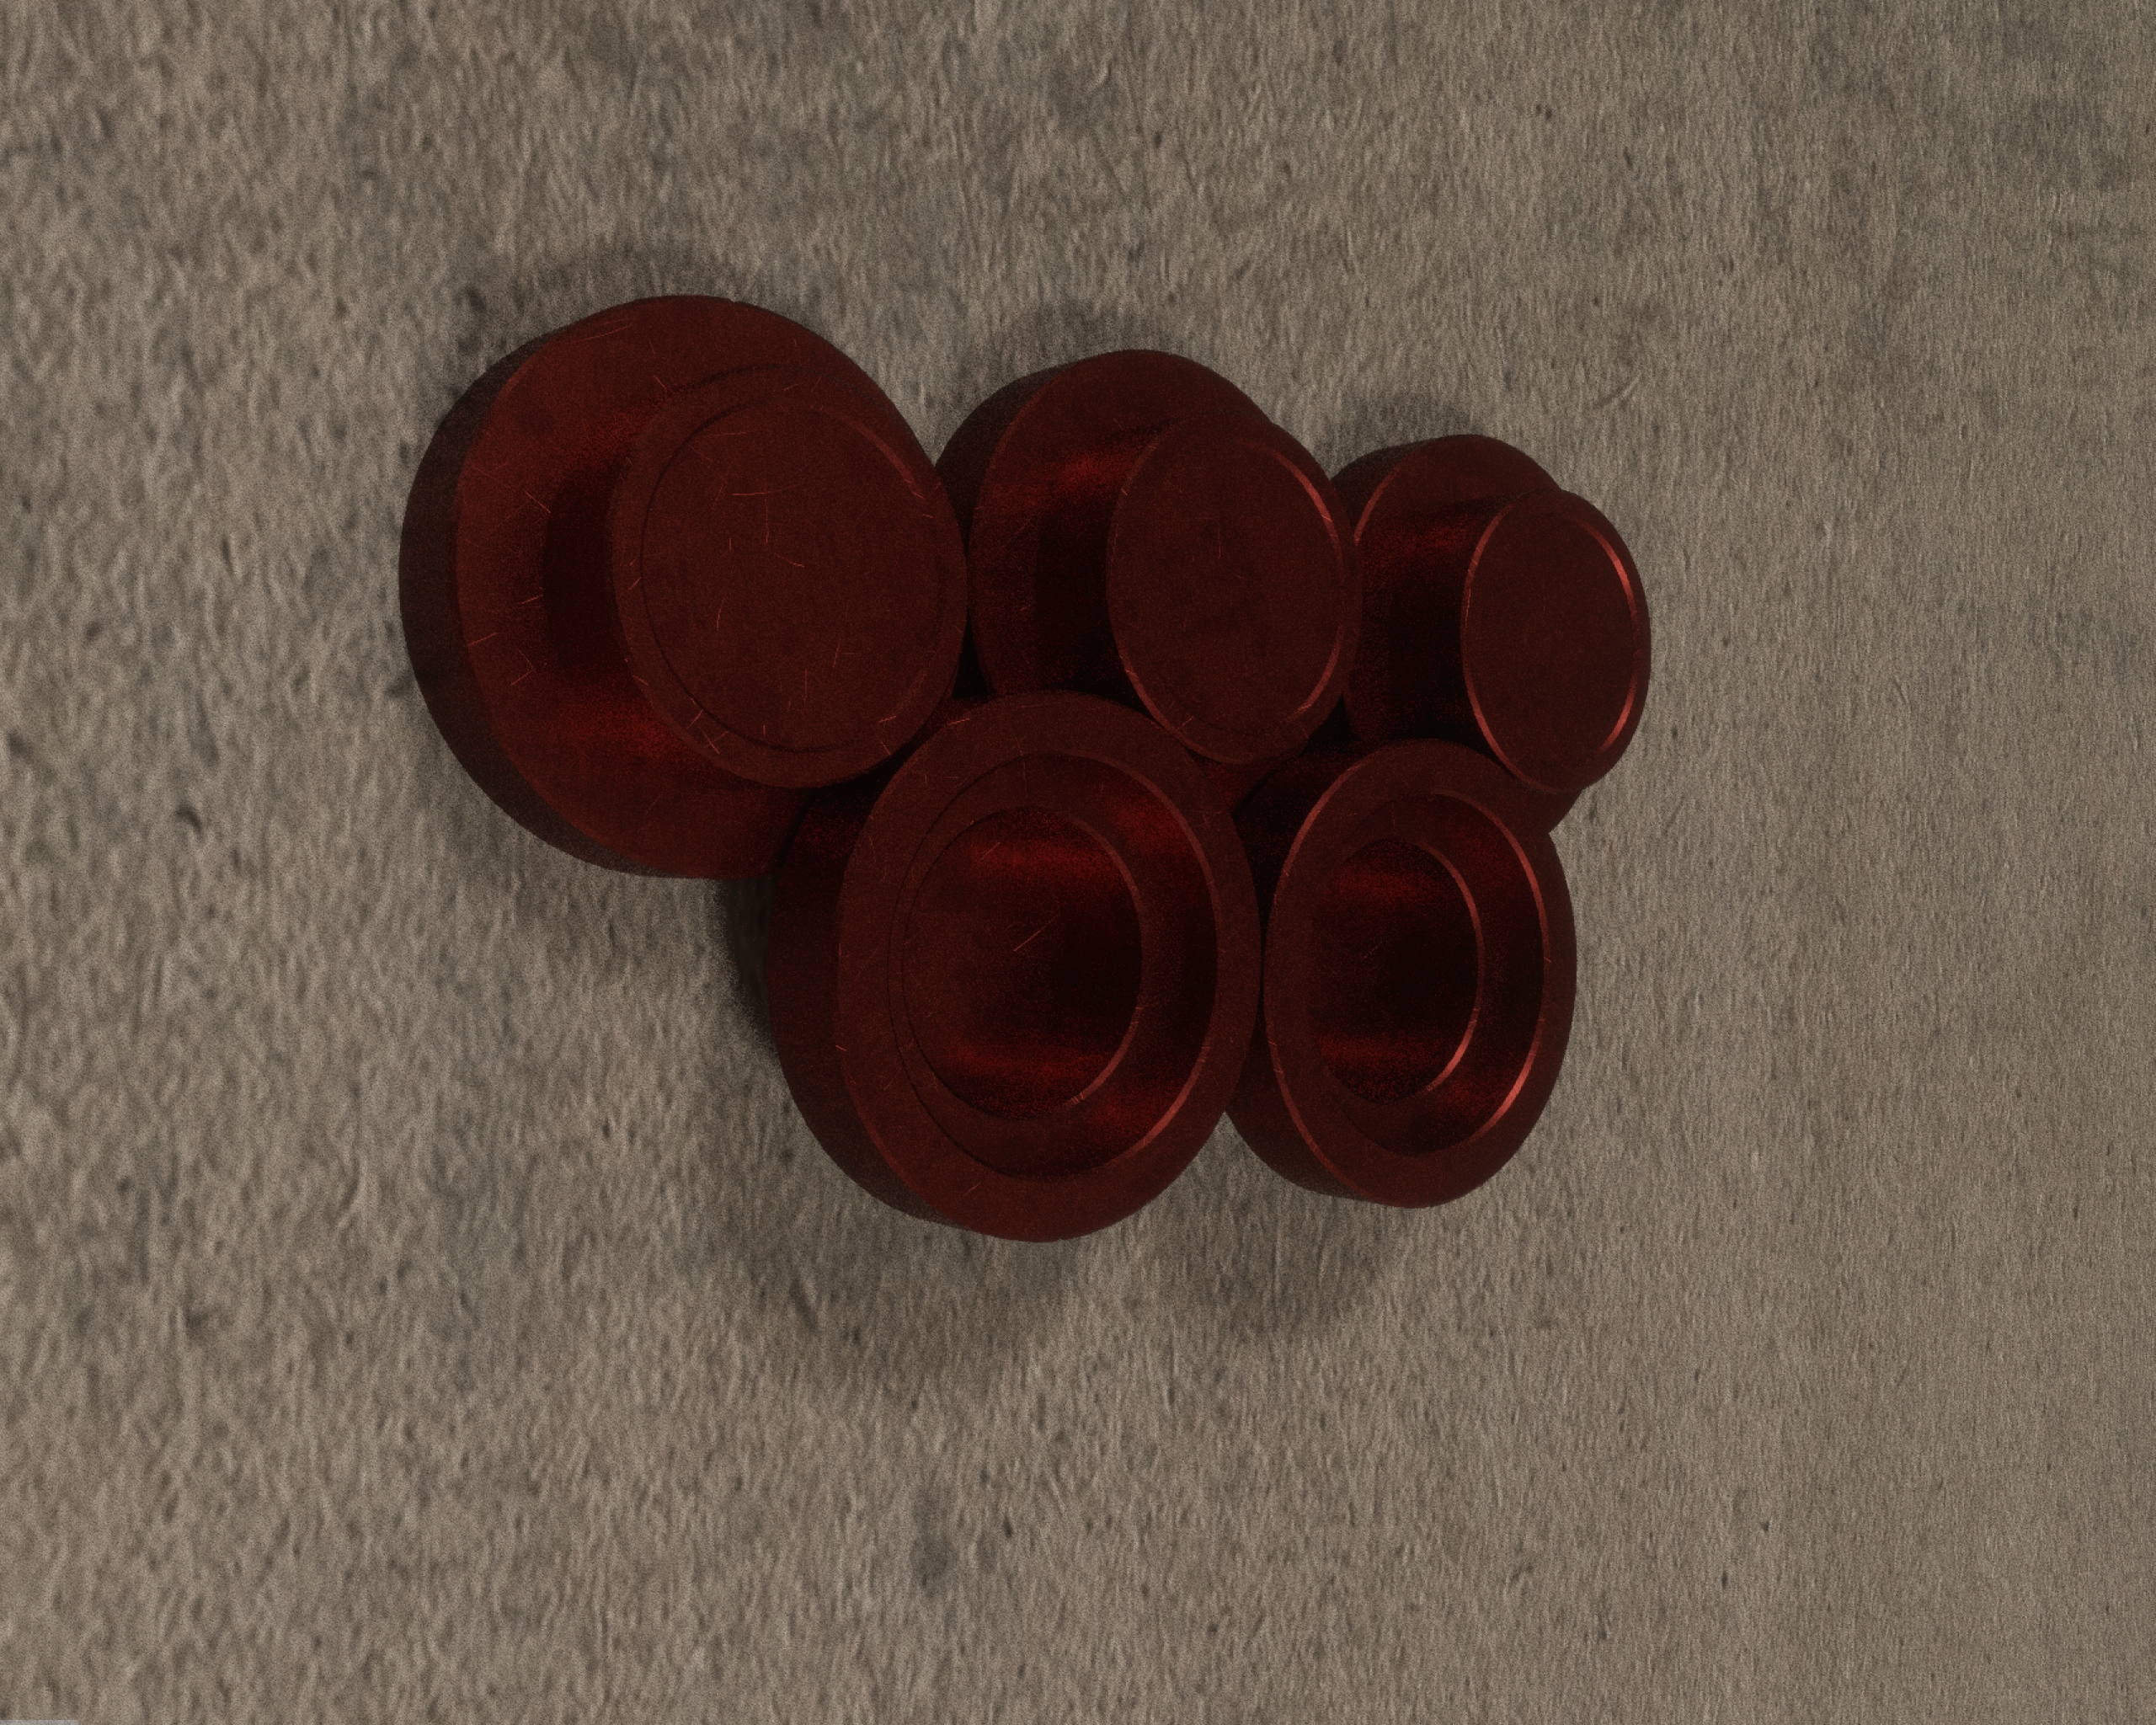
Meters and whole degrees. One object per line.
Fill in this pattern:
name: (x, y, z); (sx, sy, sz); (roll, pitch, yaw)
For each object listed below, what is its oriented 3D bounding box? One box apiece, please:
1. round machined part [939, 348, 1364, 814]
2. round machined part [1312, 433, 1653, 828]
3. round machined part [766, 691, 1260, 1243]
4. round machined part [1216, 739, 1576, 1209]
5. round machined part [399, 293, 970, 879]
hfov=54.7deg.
round machined part: (0.018, -0.053, 0.413); (0.099, 0.042, 0.097); (0, 90, -40)
round machined part: (0.094, -0.049, 0.477); (0.099, 0.042, 0.097); (0, 90, -40)
round machined part: (-0.016, 0.018, 0.384); (0.099, 0.042, 0.097); (0, 90, -40)
round machined part: (0.060, 0.023, 0.448); (0.099, 0.042, 0.097); (0, 90, -40)
round machined part: (-0.058, -0.046, 0.348); (0.099, 0.042, 0.097); (0, 90, -40)
